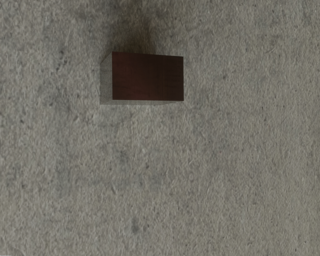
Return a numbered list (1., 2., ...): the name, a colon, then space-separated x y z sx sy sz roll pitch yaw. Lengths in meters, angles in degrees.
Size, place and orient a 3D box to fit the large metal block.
1. large metal block: -0.025 -0.055 0.370 0.081 0.080 0.050 -1 91 -20
